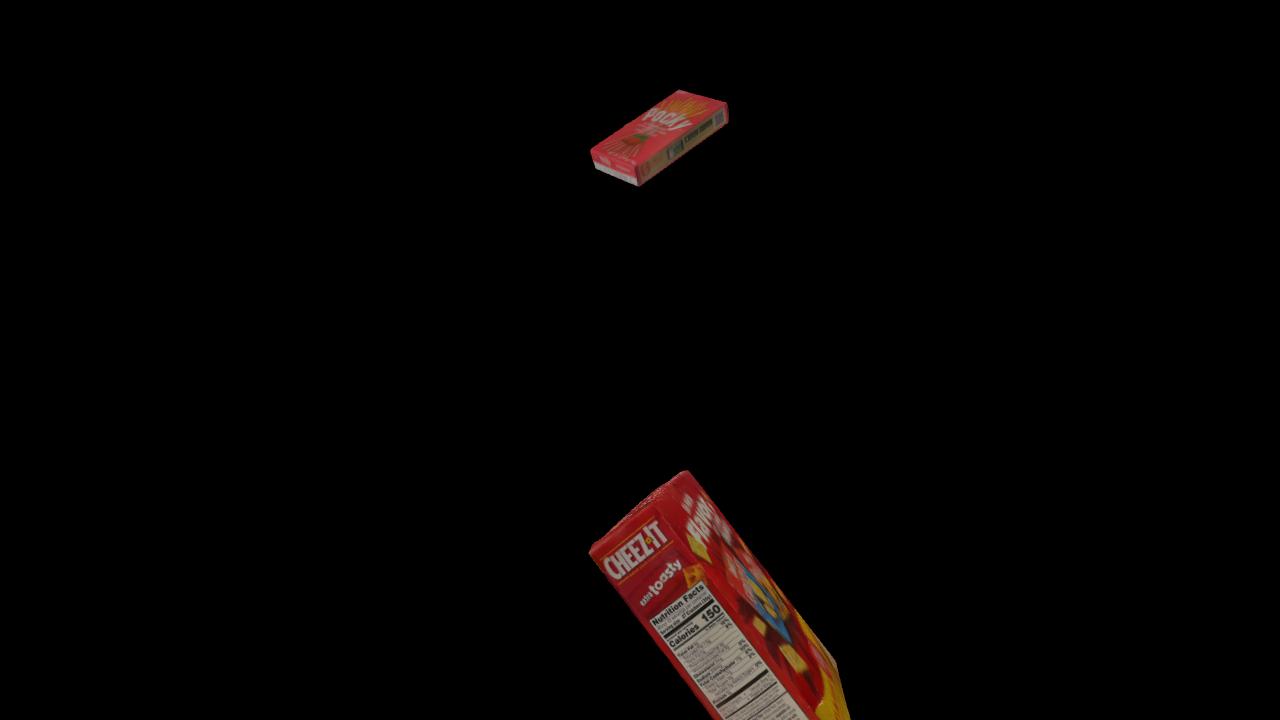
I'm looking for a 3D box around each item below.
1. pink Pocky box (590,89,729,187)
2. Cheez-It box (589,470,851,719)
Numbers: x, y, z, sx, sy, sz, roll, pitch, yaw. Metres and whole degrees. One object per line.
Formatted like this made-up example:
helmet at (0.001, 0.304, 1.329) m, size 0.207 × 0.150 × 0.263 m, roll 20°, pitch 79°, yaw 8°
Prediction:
pink Pocky box at (0.024, -0.268, 0.733) m, size 0.155 × 0.029 × 0.084 m, roll -40°, pitch 51°, yaw -19°
Cheez-It box at (0.070, 0.204, 0.496) m, size 0.071 × 0.223 × 0.166 m, roll -40°, pitch -9°, yaw 8°
